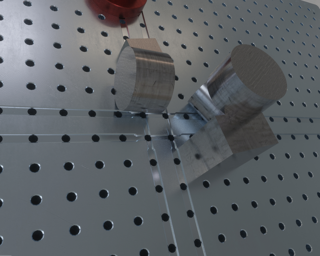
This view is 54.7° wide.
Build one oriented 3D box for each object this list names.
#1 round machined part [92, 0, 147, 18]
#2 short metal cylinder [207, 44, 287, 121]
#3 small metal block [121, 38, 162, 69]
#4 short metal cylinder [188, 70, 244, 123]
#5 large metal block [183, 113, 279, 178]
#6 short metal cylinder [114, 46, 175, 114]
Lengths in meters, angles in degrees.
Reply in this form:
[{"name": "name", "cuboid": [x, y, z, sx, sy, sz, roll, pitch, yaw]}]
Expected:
[{"name": "round machined part", "cuboid": [-0.065, -0.230, 0.502, 0.099, 0.042, 0.098, 14, 56, -21]}, {"name": "short metal cylinder", "cuboid": [0.106, -0.055, 0.380, 0.081, 0.050, 0.080, 14, 56, -21]}, {"name": "small metal block", "cuboid": [-0.023, -0.105, 0.460, 0.050, 0.025, 0.050, -12, 68, -33]}, {"name": "short metal cylinder", "cuboid": [0.087, -0.046, 0.448, 0.050, 0.080, 0.080, 48, 51, 5]}, {"name": "large metal block", "cuboid": [0.091, 0.021, 0.409, 0.081, 0.080, 0.050, -9, 66, -32]}, {"name": "short metal cylinder", "cuboid": [-0.022, -0.060, 0.397, 0.050, 0.080, 0.080, 4, 60, -27]}]
